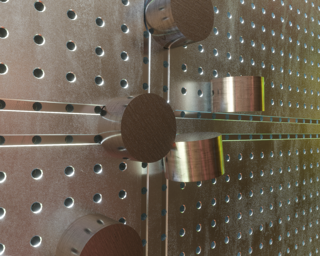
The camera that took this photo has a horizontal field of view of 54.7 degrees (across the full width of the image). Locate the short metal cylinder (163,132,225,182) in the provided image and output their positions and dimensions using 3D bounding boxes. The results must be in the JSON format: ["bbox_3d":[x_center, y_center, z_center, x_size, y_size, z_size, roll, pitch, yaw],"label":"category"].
[{"bbox_3d":[0.044,0.036,0.412,0.081,0.080,0.050,-11,98,-40],"label":"short metal cylinder"}]

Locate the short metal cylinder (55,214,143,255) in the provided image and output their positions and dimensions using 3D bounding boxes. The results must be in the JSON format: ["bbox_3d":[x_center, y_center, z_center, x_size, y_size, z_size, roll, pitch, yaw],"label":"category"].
[{"bbox_3d":[-0.066,0.140,0.340,0.081,0.050,0.079,0,90,-40],"label":"short metal cylinder"}]

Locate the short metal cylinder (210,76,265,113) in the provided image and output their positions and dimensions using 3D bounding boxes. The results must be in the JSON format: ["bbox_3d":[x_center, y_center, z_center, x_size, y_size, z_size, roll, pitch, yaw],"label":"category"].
[{"bbox_3d":[0.118,-0.049,0.475,0.081,0.080,0.050,-3,92,-40],"label":"short metal cylinder"}]

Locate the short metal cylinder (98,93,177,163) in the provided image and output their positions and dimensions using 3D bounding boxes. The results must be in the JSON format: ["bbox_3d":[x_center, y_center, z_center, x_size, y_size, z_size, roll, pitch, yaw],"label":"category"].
[{"bbox_3d":[-0.027,0.000,0.372,0.081,0.050,0.079,0,90,-40],"label":"short metal cylinder"}]

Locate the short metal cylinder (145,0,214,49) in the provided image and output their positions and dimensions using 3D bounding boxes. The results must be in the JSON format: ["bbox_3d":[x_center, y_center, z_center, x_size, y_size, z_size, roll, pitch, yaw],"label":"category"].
[{"bbox_3d":[0.027,-0.152,0.417,0.081,0.050,0.079,0,90,-40],"label":"short metal cylinder"}]
